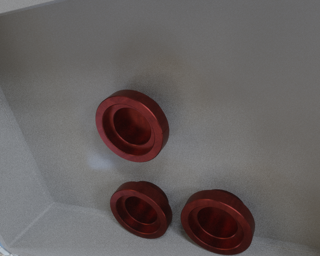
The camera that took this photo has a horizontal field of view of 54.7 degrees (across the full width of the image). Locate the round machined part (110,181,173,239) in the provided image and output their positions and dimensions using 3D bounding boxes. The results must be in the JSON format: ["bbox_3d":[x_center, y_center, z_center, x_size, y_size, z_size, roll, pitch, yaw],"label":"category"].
[{"bbox_3d":[-0.025,0.123,0.487,0.098,0.042,0.097,13,124,21],"label":"round machined part"}]

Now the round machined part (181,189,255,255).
[{"bbox_3d":[0.082,0.125,0.431,0.098,0.042,0.097,13,123,21],"label":"round machined part"}]

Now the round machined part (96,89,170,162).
[{"bbox_3d":[-0.032,-0.006,0.411,0.098,0.042,0.097,13,124,21],"label":"round machined part"}]
